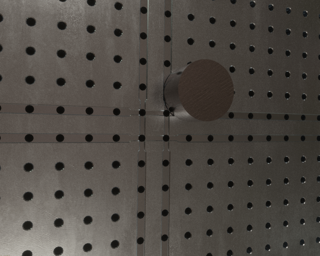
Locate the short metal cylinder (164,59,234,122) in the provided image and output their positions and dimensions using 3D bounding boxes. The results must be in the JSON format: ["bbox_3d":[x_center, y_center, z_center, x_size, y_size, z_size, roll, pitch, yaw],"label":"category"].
[{"bbox_3d":[0.052,-0.048,0.420,0.081,0.050,0.079,0,90,-20],"label":"short metal cylinder"}]
